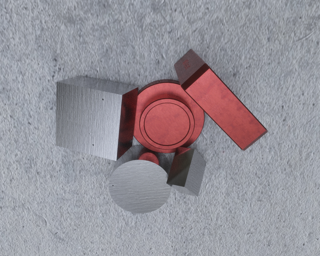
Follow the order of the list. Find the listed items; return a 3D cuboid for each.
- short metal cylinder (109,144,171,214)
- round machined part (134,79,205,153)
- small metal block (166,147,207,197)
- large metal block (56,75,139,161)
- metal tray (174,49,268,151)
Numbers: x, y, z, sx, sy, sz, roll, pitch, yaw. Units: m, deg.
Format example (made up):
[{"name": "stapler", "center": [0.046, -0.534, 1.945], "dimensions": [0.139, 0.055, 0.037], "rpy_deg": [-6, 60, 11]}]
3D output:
[{"name": "short metal cylinder", "center": [-0.026, 0.068, 0.423], "dimensions": [0.081, 0.050, 0.079], "rpy_deg": [0, 110, -1]}, {"name": "round machined part", "center": [0.009, -0.011, 0.399], "dimensions": [0.099, 0.042, 0.097], "rpy_deg": [0, 110, -1]}, {"name": "small metal block", "center": [0.037, 0.058, 0.408], "dimensions": [0.025, 0.050, 0.050], "rpy_deg": [6, 158, 30]}, {"name": "large metal block", "center": [-0.077, -0.014, 0.378], "dimensions": [0.080, 0.050, 0.079], "rpy_deg": [13, 111, 13]}, {"name": "metal tray", "center": [0.060, -0.038, 0.341], "dimensions": [0.030, 0.130, 0.090], "rpy_deg": [-43, 105, 14]}]
